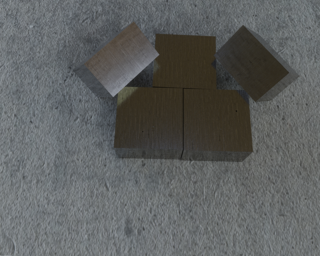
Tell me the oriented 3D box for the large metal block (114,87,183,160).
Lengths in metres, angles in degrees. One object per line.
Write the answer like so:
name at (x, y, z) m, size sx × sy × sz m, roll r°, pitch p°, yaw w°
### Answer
large metal block at (-0.013, -0.005, 0.397) m, size 0.081 × 0.050 × 0.080 m, roll 1°, pitch 70°, yaw 0°

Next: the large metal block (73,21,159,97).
large metal block at (-0.060, -0.085, 0.403) m, size 0.080 × 0.080 × 0.050 m, roll -45°, pitch 111°, yaw -15°

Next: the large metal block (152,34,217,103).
large metal block at (0.033, -0.079, 0.426) m, size 0.081 × 0.050 × 0.080 m, roll 3°, pitch 70°, yaw 0°

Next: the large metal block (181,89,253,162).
large metal block at (0.069, -0.002, 0.396) m, size 0.081 × 0.050 × 0.080 m, roll 1°, pitch 70°, yaw 0°

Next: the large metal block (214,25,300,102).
large metal block at (0.128, -0.081, 0.405) m, size 0.050 × 0.080 × 0.080 m, roll -45°, pitch 72°, yaw 27°
